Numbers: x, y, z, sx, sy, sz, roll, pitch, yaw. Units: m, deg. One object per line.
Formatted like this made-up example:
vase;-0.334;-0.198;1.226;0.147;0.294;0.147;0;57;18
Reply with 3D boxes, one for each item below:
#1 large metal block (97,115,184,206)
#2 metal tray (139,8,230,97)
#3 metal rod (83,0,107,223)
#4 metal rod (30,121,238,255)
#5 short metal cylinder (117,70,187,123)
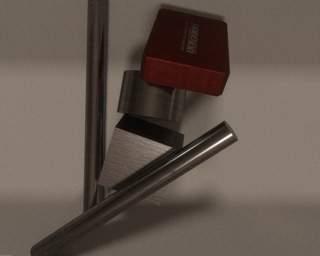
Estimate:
large metal block;-0.022;0.038;0.386;0.080;0.050;0.079;20;112;-1
metal tray;0.033;-0.095;0.366;0.091;0.130;0.030;12;132;-1
metal rod;-0.086;-0.027;0.410;0.025;0.025;0.298;1;90;-1
metal rod;-0.044;0.084;0.365;0.300;0.025;0.025;-35;91;18
short metal cylinder;-0.009;-0.037;0.384;0.080;0.080;0.050;9;90;-1
